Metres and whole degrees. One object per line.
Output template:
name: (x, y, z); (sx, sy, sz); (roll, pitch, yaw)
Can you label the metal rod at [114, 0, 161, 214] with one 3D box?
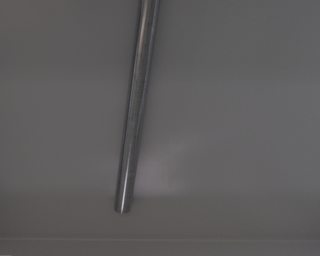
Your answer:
metal rod: (-0.033, -0.021, 0.403); (0.025, 0.025, 0.298); (8, 110, -3)
